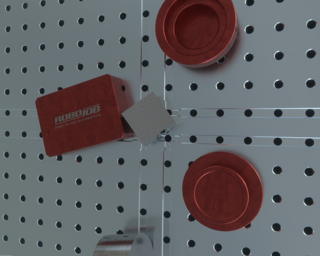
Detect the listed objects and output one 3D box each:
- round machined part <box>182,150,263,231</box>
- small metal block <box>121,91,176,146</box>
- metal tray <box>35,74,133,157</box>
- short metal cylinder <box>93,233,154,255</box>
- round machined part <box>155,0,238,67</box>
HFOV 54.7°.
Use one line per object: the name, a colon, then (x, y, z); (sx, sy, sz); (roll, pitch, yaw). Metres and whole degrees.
round machined part: (0.074, 0.077, 0.377); (0.098, 0.042, 0.097); (0, 90, 19)
small metal block: (-0.014, -0.011, 0.410); (0.050, 0.025, 0.050); (-35, 79, -1)
metal tray: (-0.111, -0.016, 0.448); (0.130, 0.030, 0.090); (-15, 85, 19)
short metal cylinder: (-0.045, 0.178, 0.398); (0.050, 0.080, 0.080); (-10, 87, 19)
round machined part: (0.047, -0.124, 0.386); (0.098, 0.042, 0.097); (0, 90, 19)
